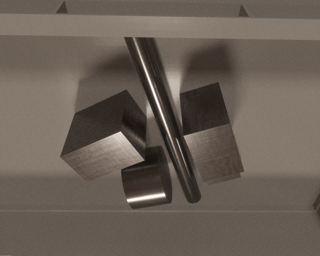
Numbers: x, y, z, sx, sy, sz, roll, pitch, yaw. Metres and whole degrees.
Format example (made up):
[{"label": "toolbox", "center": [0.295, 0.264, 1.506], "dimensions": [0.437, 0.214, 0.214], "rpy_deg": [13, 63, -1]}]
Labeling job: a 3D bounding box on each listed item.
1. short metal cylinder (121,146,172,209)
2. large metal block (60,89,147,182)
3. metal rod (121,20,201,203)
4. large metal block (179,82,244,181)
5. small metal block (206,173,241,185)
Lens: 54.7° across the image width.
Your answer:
[{"label": "short metal cylinder", "center": [-0.017, 0.069, 0.431], "dimensions": [0.050, 0.080, 0.080], "rpy_deg": [-11, 129, 9]}, {"label": "large metal block", "center": [-0.065, 0.009, 0.380], "dimensions": [0.080, 0.080, 0.050], "rpy_deg": [-22, 127, 17]}, {"label": "metal rod", "center": [0.013, 0.004, 0.412], "dimensions": [0.025, 0.025, 0.299], "rpy_deg": [-13, 129, 10]}, {"label": "large metal block", "center": [0.062, 0.004, 0.378], "dimensions": [0.050, 0.080, 0.080], "rpy_deg": [-16, 129, 13]}, {"label": "small metal block", "center": [0.087, 0.054, 0.457], "dimensions": [0.050, 0.025, 0.050], "rpy_deg": [-17, 129, 13]}]
